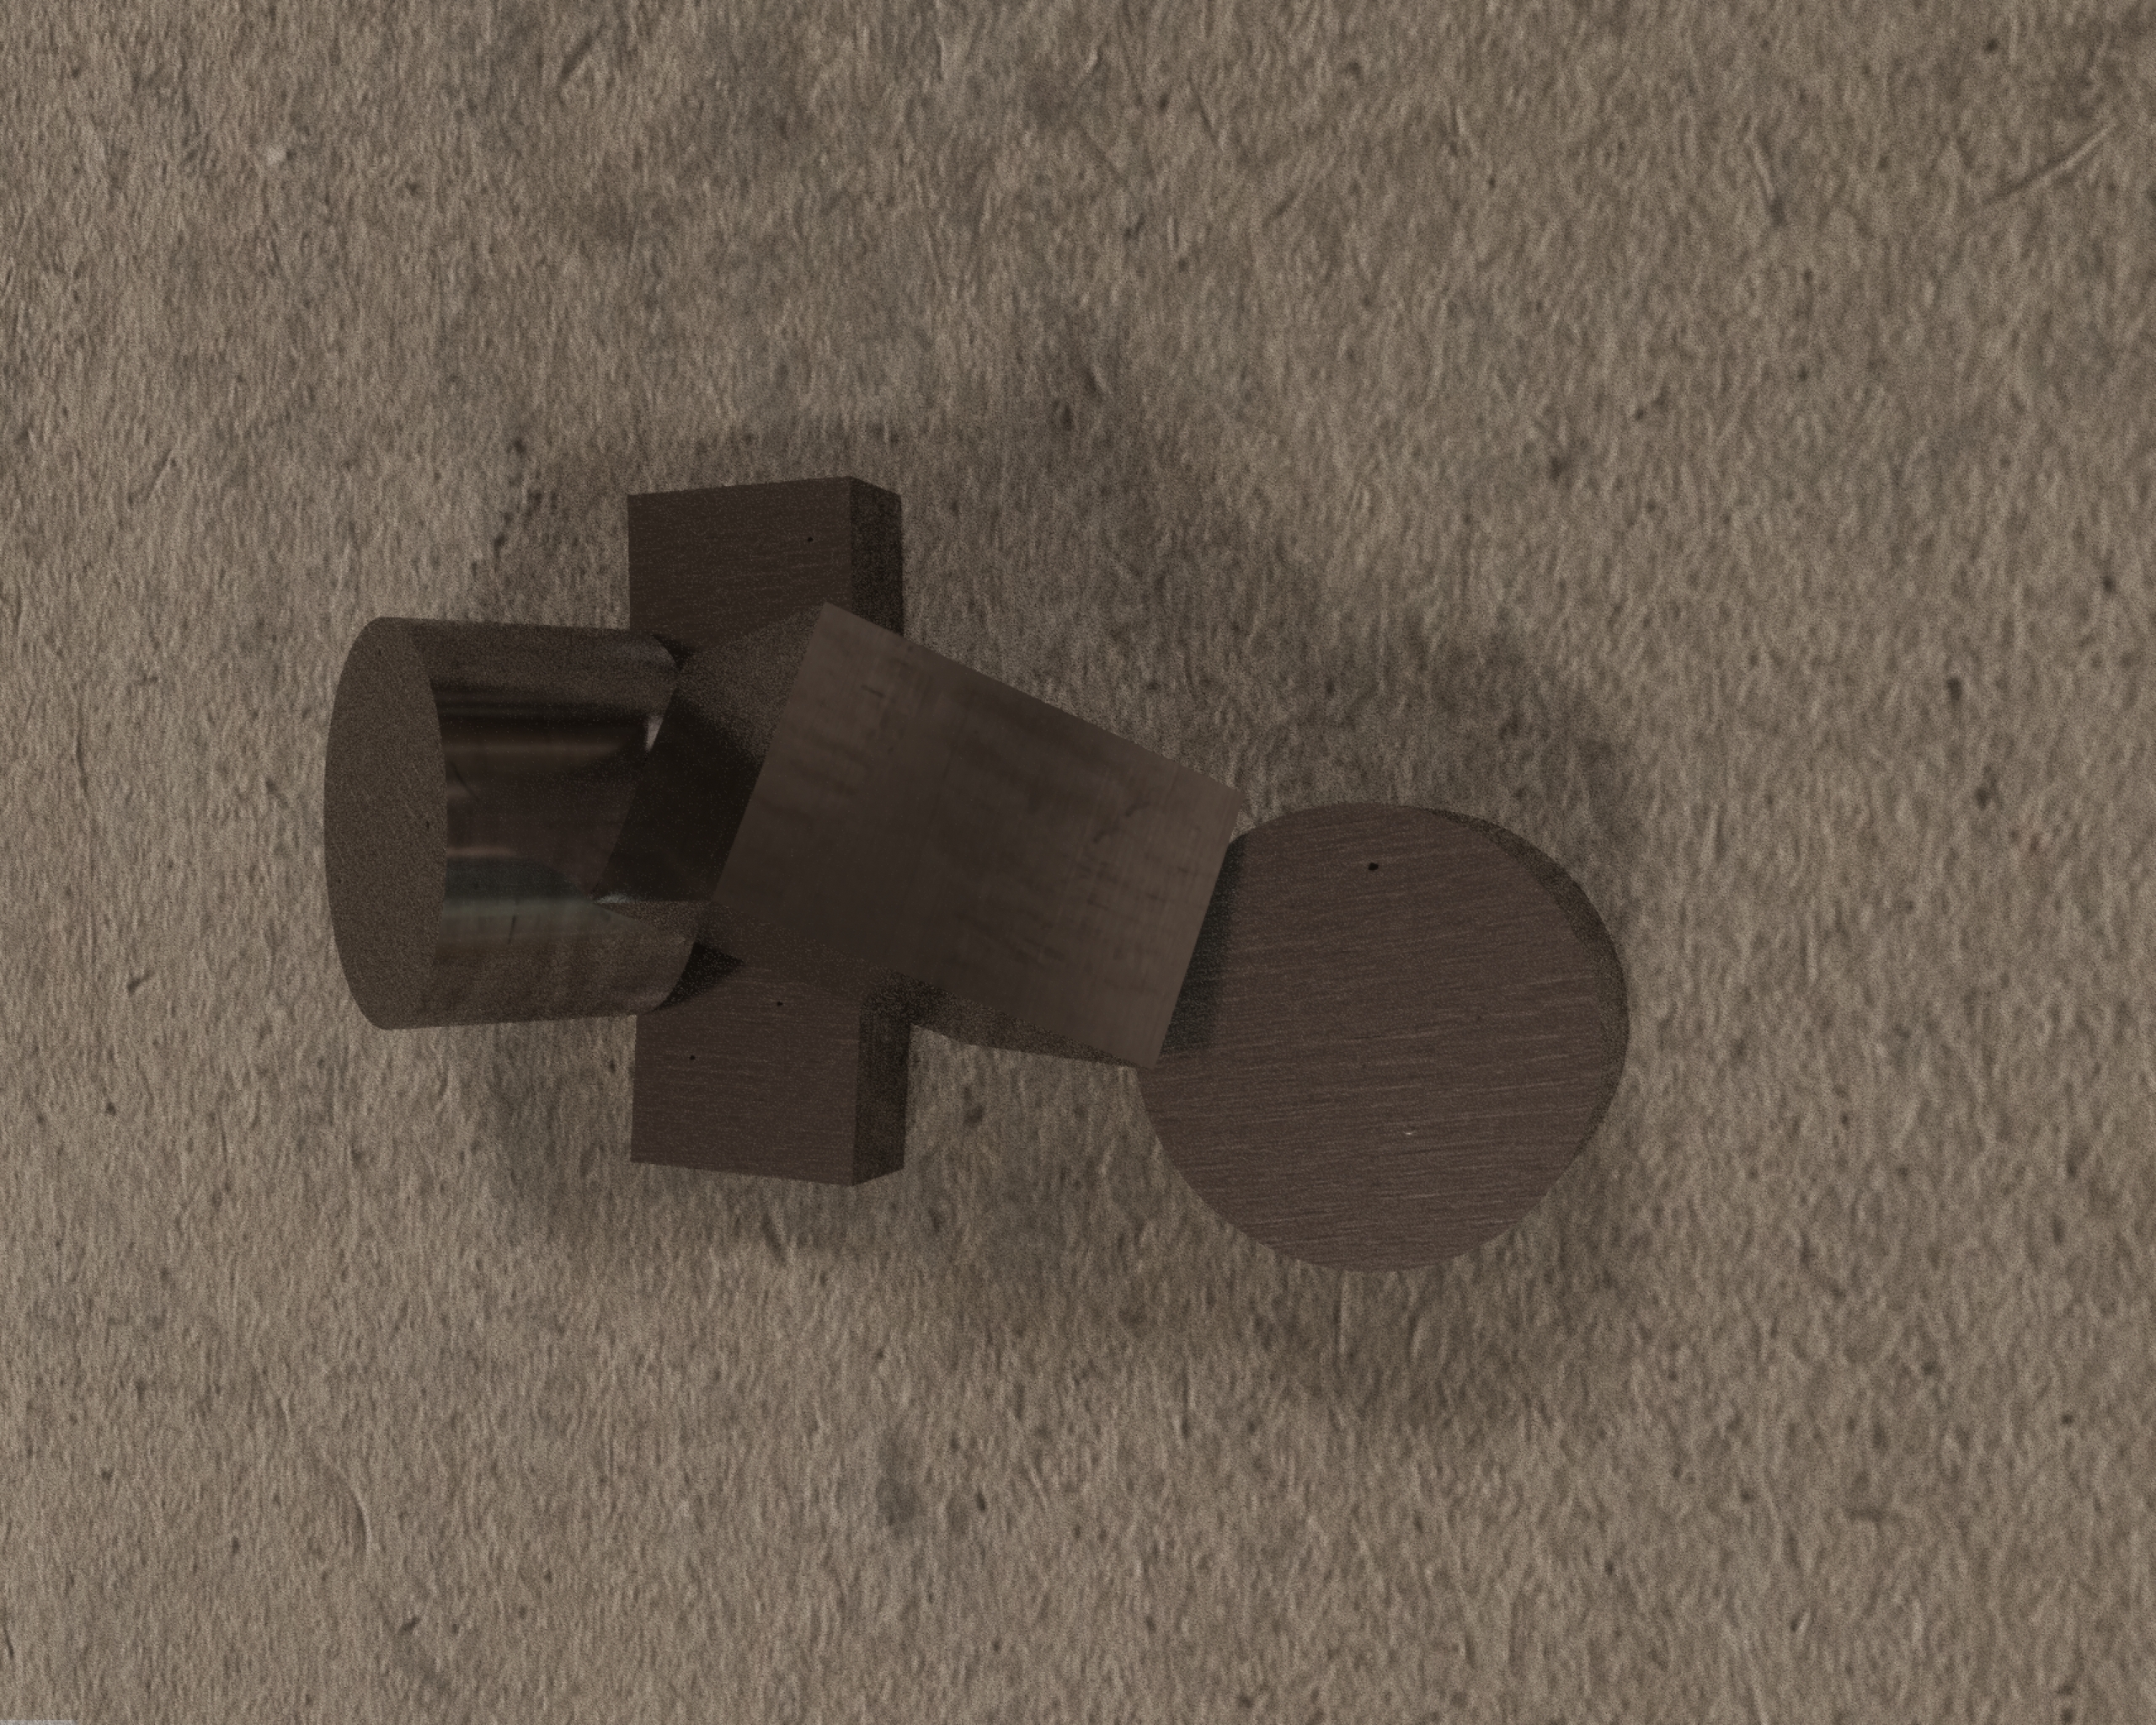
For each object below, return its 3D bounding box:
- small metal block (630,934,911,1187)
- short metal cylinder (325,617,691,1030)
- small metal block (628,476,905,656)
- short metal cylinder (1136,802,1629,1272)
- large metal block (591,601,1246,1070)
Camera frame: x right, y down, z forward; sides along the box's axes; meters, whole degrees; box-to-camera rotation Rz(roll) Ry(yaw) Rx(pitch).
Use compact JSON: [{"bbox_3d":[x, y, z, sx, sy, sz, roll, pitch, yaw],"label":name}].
[{"bbox_3d":[-0.063,0.038,0.431,0.050,0.025,0.050,3,91,19],"label":"small metal block"},{"bbox_3d":[-0.114,-0.008,0.416,0.080,0.050,0.079,2,92,55],"label":"short metal cylinder"},{"bbox_3d":[-0.064,-0.051,0.431,0.050,0.025,0.050,-1,90,19],"label":"small metal block"},{"bbox_3d":[0.056,0.029,0.377,0.080,0.050,0.079,0,90,19],"label":"short metal cylinder"},{"bbox_3d":[-0.031,-0.002,0.371,0.080,0.080,0.050,23,79,-24],"label":"large metal block"}]
